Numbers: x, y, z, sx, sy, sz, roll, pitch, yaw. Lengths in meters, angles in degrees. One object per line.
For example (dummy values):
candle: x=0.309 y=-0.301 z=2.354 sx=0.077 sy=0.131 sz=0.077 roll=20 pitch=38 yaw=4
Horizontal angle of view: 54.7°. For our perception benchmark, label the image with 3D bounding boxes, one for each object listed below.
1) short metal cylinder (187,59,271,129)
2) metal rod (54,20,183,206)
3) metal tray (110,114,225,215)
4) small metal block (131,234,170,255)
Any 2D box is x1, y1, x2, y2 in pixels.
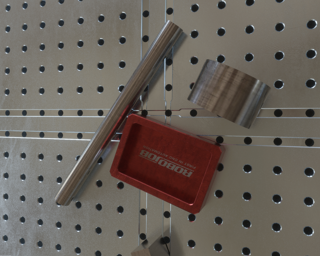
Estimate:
short metal cylinder: x=0.078 y=-0.039 z=0.356 sx=0.080 sy=0.080 sz=0.050 roll=28 pitch=99 yaw=17
metal rod: x=-0.063 y=-0.013 z=0.433 sx=0.025 sy=0.025 sz=0.299 roll=38 pitch=102 yaw=16
metal tray: x=0.008 y=0.044 z=0.406 sx=0.130 sy=0.030 sz=0.089 roll=21 pitch=97 yaw=18
small metal block: x=-0.008 y=0.174 z=0.401 sx=0.025 sy=0.050 sz=0.050 roll=-23 pitch=83 yaw=18
